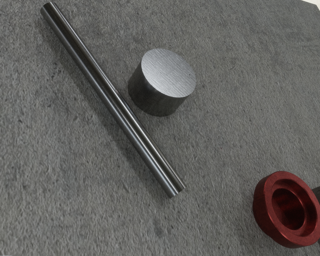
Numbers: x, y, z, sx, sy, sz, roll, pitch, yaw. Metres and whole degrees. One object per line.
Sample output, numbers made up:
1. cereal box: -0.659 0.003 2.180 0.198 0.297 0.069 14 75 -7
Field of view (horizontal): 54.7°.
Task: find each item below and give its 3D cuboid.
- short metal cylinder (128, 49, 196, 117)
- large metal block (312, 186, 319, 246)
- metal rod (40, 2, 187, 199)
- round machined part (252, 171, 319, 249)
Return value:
1. short metal cylinder: 0.002 -0.062 0.429 0.081 0.050 0.080 14 56 -21
2. large metal block: 0.270 0.128 0.458 0.081 0.050 0.080 6 59 -26
3. metal rod: -0.065 -0.042 0.395 0.025 0.025 0.299 -28 77 -38
4. round machined part: 0.165 0.111 0.417 0.099 0.042 0.098 14 56 -21
